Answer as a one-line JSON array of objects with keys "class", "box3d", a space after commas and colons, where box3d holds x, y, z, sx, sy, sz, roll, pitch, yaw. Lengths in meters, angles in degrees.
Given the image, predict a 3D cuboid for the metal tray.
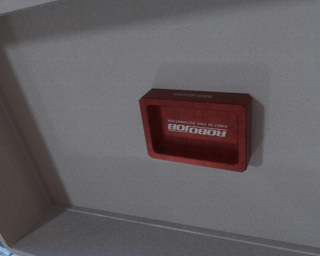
[{"class": "metal tray", "box3d": [0.044, 0.001, 0.383, 0.130, 0.030, 0.089, 6, 121, 25]}]
